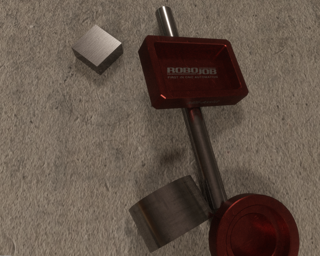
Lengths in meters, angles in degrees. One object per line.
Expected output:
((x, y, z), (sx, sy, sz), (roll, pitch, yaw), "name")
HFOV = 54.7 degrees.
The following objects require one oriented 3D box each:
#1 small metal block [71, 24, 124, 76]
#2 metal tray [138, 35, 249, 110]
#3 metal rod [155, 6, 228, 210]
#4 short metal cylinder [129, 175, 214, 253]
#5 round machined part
((-0.090, -0.113, 0.448), (0.050, 0.025, 0.050), (38, 74, 12), "small metal block")
((0.045, -0.074, 0.407), (0.131, 0.030, 0.090), (-5, 69, -26), "metal tray")
((0.038, -0.040, 0.423), (0.025, 0.025, 0.299), (-12, 71, -5), "metal rod")
((0.013, 0.095, 0.344), (0.080, 0.080, 0.050), (-27, 73, -10), "short metal cylinder")
((0.100, 0.122, 0.346), (0.099, 0.042, 0.097), (2, 82, -14), "round machined part")
